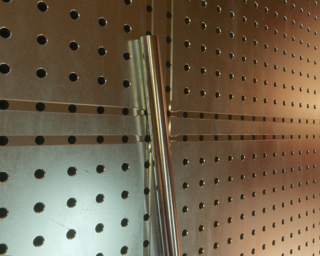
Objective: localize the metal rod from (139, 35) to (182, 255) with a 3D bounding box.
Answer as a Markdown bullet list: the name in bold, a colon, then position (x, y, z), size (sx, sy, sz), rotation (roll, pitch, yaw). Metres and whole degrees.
- **metal rod**: position (0.002, 0.032, 0.409), size (0.025, 0.025, 0.298), rotation (-10, 97, -39)
